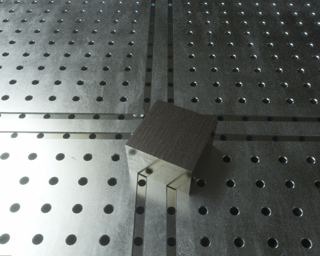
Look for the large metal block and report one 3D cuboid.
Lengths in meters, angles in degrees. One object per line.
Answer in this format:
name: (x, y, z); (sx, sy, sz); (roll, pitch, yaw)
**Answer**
large metal block: (0.015, 0.020, 0.375); (0.080, 0.050, 0.080); (21, 53, 16)
